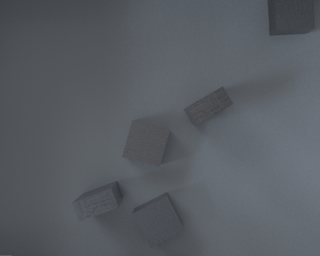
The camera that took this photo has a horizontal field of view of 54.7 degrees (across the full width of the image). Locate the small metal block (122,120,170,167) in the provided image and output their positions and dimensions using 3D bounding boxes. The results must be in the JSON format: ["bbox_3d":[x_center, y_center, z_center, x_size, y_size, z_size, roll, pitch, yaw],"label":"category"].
[{"bbox_3d":[-0.018,0.020,0.411,0.050,0.025,0.050,15,90,-1],"label":"small metal block"}]

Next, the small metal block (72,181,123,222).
[{"bbox_3d":[-0.078,0.093,0.398,0.050,0.050,0.025,-21,90,0],"label":"small metal block"}]

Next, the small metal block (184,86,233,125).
[{"bbox_3d":[0.061,-0.028,0.400,0.050,0.050,0.025,-30,90,0],"label":"small metal block"}]

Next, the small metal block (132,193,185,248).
[{"bbox_3d":[-0.002,0.121,0.412,0.050,0.025,0.050,-27,90,-1],"label":"small metal block"}]

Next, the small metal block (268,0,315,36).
[{"bbox_3d":[0.175,-0.153,0.414,0.050,0.025,0.050,-3,90,-1],"label":"small metal block"}]
